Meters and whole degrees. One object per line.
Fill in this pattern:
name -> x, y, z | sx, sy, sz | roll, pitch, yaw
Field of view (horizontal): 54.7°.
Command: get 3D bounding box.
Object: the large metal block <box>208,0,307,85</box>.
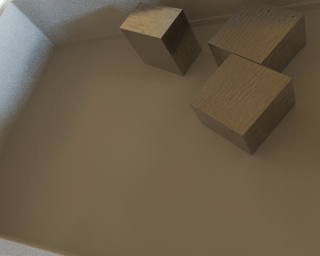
large metal block -> 0.123, -0.107, 0.391 | 0.080, 0.050, 0.080 | -49, 52, -6

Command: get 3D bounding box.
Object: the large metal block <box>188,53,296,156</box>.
large metal block -> 0.094, -0.029, 0.357 | 0.080, 0.050, 0.080 | -48, 52, -6

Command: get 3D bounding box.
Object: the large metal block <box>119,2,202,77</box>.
large metal block -> 0.003, -0.127, 0.446 | 0.080, 0.080, 0.050 | 26, 76, 36
